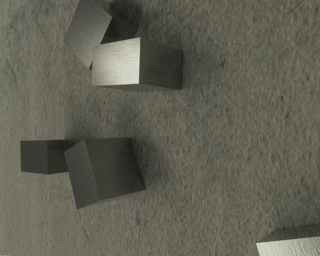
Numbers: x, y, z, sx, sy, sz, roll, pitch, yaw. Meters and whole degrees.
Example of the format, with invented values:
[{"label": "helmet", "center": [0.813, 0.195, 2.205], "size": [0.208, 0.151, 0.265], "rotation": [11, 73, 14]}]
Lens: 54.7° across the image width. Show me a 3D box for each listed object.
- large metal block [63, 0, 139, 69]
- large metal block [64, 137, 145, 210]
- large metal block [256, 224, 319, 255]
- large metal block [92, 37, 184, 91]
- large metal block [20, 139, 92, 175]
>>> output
[{"label": "large metal block", "center": [-0.090, -0.139, 0.460], "size": [0.080, 0.050, 0.080], "rotation": [46, 117, 30]}, {"label": "large metal block", "center": [-0.076, 0.060, 0.430], "size": [0.050, 0.081, 0.080], "rotation": [-28, 73, 36]}, {"label": "large metal block", "center": [0.143, 0.130, 0.270], "size": [0.080, 0.050, 0.080], "rotation": [-24, 75, 37]}, {"label": "large metal block", "center": [-0.027, -0.075, 0.390], "size": [0.080, 0.081, 0.050], "rotation": [4, 93, 39]}, {"label": "large metal block", "center": [-0.168, 0.044, 0.505], "size": [0.080, 0.081, 0.050], "rotation": [-3, 89, 39]}]
